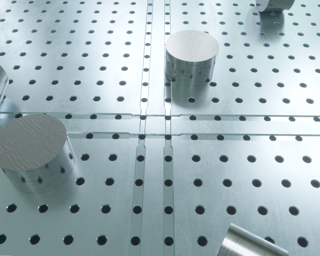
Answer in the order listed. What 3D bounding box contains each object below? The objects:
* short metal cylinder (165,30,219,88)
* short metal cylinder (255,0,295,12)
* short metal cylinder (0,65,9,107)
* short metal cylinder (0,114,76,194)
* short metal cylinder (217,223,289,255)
[{"bbox_3d":[0.048,-0.109,0.483,0.081,0.050,0.080,0,50,0],"label":"short metal cylinder"},{"bbox_3d":[0.224,-0.269,0.601,0.050,0.080,0.080,-4,50,-3],"label":"short metal cylinder"},{"bbox_3d":[-0.253,-0.055,0.414,0.081,0.080,0.050,-2,50,-2],"label":"short metal cylinder"},{"bbox_3d":[-0.145,0.029,0.365,0.081,0.050,0.080,1,50,0],"label":"short metal cylinder"},{"bbox_3d":[0.068,0.130,0.264,0.050,0.080,0.080,24,54,18],"label":"short metal cylinder"}]
